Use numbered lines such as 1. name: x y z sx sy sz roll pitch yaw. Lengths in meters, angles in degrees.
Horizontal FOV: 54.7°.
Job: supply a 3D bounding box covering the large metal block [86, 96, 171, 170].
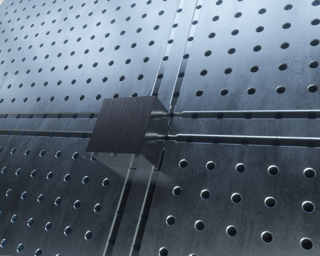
1. large metal block: -0.039 0.006 0.407 0.080 0.050 0.080 0 62 27
